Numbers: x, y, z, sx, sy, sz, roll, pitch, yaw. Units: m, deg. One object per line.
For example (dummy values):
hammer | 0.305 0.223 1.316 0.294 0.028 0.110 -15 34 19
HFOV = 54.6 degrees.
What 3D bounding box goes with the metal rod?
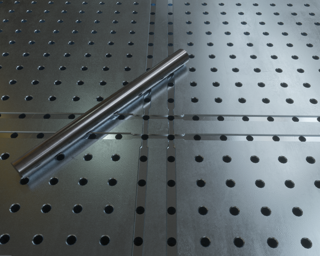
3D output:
metal rod | -0.065 -0.034 0.435 0.025 0.025 0.301 35 58 26
